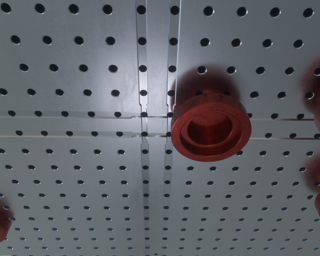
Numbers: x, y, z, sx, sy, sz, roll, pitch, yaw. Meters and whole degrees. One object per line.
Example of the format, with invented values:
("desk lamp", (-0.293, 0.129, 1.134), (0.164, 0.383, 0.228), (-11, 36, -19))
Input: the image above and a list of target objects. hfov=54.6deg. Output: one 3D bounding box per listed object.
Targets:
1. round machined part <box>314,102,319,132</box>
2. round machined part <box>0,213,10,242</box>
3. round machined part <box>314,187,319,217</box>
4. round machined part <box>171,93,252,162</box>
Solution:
("round machined part", (0.241, -0.025, 0.381), (0.099, 0.042, 0.097), (0, 130, 0))
("round machined part", (-0.327, 0.184, 0.554), (0.099, 0.042, 0.097), (0, 130, 0))
("round machined part", (0.298, 0.110, 0.496), (0.099, 0.042, 0.097), (0, 130, 0))
("round machined part", (0.063, -0.005, 0.397), (0.099, 0.042, 0.097), (0, 130, 0))
